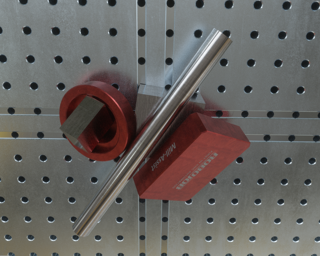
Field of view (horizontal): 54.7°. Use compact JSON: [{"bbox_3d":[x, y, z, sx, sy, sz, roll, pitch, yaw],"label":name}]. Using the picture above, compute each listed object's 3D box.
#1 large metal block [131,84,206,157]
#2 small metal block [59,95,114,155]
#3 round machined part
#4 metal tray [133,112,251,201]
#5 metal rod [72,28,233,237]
[{"bbox_3d":[0.007,-0.006,0.397,0.081,0.050,0.079,8,110,-4],"label":"large metal block"},{"bbox_3d":[-0.085,-0.003,0.368,0.025,0.050,0.050,29,70,16],"label":"small metal block"},{"bbox_3d":[-0.072,-0.011,0.385,0.098,0.042,0.097,10,115,23],"label":"round machined part"},{"bbox_3d":[0.038,0.043,0.391,0.091,0.030,0.129,15,128,-39],"label":"metal tray"},{"bbox_3d":[-0.019,0.018,0.366,0.025,0.025,0.299,33,106,-12],"label":"metal rod"}]
